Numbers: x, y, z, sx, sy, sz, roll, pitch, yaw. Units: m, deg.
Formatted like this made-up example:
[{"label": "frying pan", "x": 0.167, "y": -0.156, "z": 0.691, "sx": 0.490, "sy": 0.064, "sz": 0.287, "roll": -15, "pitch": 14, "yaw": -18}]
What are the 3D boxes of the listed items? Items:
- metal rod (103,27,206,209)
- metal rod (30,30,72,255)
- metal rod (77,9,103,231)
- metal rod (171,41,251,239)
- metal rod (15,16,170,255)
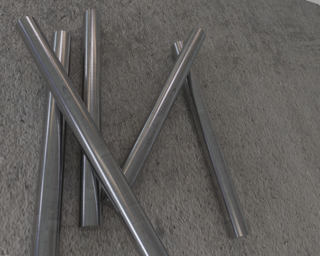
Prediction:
[{"label": "metal rod", "x": 0.005, "y": -0.033, "z": 0.407, "sx": 0.025, "sy": 0.025, "sz": 0.300, "roll": 31, "pitch": 57, "yaw": -9}, {"label": "metal rod", "x": -0.114, "y": 0.012, "z": 0.334, "sx": 0.025, "sy": 0.025, "sz": 0.299, "roll": 8, "pitch": 58, "yaw": -24}, {"label": "metal rod", "x": -0.084, "y": -0.032, "z": 0.377, "sx": 0.025, "sy": 0.025, "sz": 0.299, "roll": 8, "pitch": 58, "yaw": -24}, {"label": "metal rod", "x": 0.064, "y": 0.000, "z": 0.437, "sx": 0.025, "sy": 0.025, "sz": 0.299, "roll": 0, "pitch": 62, "yaw": -28}, {"label": "metal rod", "x": -0.078, "y": 0.003, "z": 0.325, "sx": 0.025, "sy": 0.025, "sz": 0.299, "roll": -22, "pitch": 74, "yaw": -36}]
